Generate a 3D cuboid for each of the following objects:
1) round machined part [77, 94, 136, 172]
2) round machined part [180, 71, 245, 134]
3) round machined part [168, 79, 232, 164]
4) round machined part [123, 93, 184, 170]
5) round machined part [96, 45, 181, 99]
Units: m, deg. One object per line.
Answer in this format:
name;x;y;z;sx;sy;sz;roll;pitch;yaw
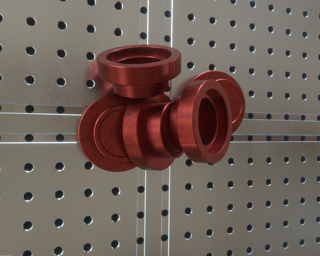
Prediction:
round machined part;-0.051;0.006;0.386;0.099;0.042;0.097;0;90;-21
round machined part;0.079;-0.032;0.434;0.099;0.042;0.097;0;90;-21
round machined part;0.046;-0.007;0.371;0.099;0.042;0.097;2;87;-53
round machined part;0.002;0.003;0.380;0.099;0.042;0.097;8;80;-57
round machined part;-0.024;-0.067;0.371;0.099;0.098;0.042;-13;120;-20
